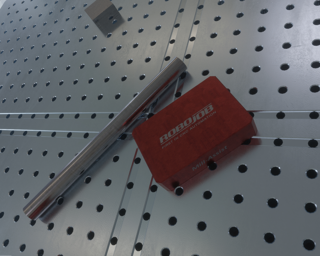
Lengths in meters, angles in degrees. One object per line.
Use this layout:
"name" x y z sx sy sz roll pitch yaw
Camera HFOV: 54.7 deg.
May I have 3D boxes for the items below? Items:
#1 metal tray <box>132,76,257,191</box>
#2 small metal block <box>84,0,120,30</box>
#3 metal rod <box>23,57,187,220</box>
"metal tray" 0.039 0.005 0.382 0.130 0.030 0.090 -35 51 5
"small metal block" -0.114 -0.228 0.608 0.050 0.025 0.050 -38 51 2
"metal rod" -0.075 0.012 0.439 0.300 0.025 0.025 -45 51 -4
